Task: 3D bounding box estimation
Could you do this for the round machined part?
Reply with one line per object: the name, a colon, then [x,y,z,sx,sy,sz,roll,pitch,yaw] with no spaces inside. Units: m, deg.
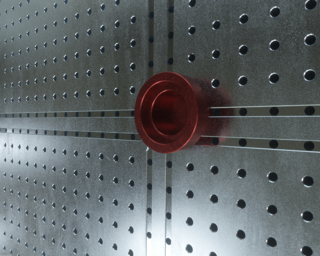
round machined part: [0.018,-0.019,0.385,0.098,0.042,0.097,0,90,40]
